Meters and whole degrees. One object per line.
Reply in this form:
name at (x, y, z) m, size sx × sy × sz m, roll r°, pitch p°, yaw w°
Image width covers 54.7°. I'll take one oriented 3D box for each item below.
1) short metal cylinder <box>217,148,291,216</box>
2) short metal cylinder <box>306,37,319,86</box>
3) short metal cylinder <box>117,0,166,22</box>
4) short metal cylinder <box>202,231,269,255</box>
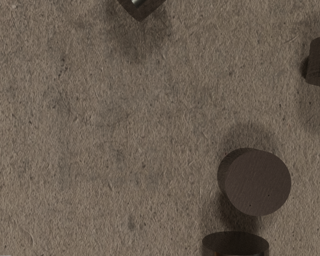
short metal cylinder at (0.119, 0.067, 0.399) m, size 0.081 × 0.050 × 0.079 m, roll 0°, pitch 90°, yaw -1°
short metal cylinder at (0.229, -0.081, 0.386) m, size 0.081 × 0.080 × 0.050 m, roll 7°, pitch 90°, yaw -1°
short metal cylinder at (-0.030, -0.180, 0.382) m, size 0.050 × 0.080 × 0.080 m, roll -42°, pitch 91°, yaw 0°
short metal cylinder at (0.094, 0.166, 0.384) m, size 0.081 × 0.080 × 0.050 m, roll -2°, pitch 90°, yaw -1°
